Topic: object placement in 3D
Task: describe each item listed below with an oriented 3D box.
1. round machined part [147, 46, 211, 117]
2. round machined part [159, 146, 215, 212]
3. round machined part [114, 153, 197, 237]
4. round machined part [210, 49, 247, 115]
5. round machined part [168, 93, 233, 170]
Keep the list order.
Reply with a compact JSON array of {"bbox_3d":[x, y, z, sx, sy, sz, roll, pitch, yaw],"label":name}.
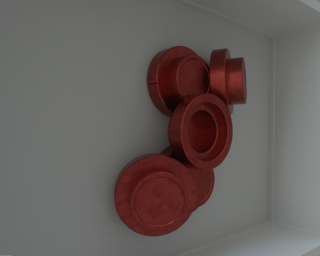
[{"bbox_3d":[0.034,-0.063,0.423,0.099,0.042,0.097,0,90,-40],"label":"round machined part"},{"bbox_3d":[0.038,0.072,0.427,0.099,0.042,0.097,0,90,-40],"label":"round machined part"},{"bbox_3d":[-0.004,0.081,0.365,0.099,0.042,0.097,-1,94,-11],"label":"round machined part"},{"bbox_3d":[0.103,-0.068,0.455,0.098,0.042,0.097,-3,90,-71],"label":"round machined part"},{"bbox_3d":[0.049,0.005,0.408,0.099,0.042,0.097,0,90,-40],"label":"round machined part"}]
